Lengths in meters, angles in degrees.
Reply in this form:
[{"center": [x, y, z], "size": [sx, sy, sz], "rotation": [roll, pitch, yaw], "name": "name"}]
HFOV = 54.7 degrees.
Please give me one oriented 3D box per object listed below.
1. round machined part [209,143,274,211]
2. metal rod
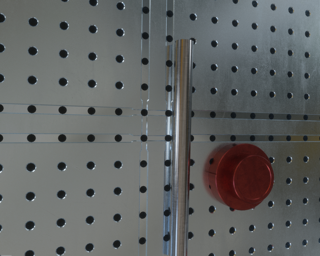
[{"center": [0.124, 0.071, 0.449], "size": [0.099, 0.042, 0.097], "rotation": [0, 90, -20], "name": "round machined part"}, {"center": [0.029, 0.031, 0.423], "size": [0.025, 0.025, 0.298], "rotation": [2, 89, -20], "name": "metal rod"}]
